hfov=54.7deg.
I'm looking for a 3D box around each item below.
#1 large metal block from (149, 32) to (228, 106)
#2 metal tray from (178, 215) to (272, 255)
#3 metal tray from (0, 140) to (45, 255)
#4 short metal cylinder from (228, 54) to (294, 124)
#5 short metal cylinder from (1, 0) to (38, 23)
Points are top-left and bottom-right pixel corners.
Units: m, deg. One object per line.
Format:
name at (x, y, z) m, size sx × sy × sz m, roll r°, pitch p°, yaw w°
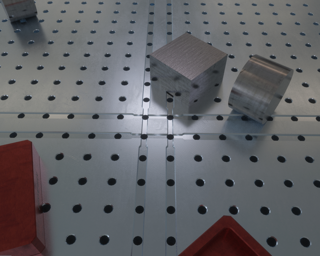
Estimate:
large metal block at (0.042, -0.091, 0.468) m, size 0.080 × 0.050 × 0.080 m, roll 37°, pitch 59°, yaw 27°
metal tray at (0.075, 0.155, 0.274) m, size 0.091 × 0.030 × 0.130 m, roll -33°, pitch 57°, yaw -25°
metal tray at (-0.179, 0.079, 0.336) m, size 0.091 × 0.030 × 0.130 m, roll -13°, pitch 51°, yaw -11°
short metal cylinder at (0.135, -0.052, 0.416) m, size 0.050 × 0.080 × 0.080 m, roll 31°, pitch 57°, yaw 23°
short metal cylinder at (-0.269, -0.243, 0.574) m, size 0.050 × 0.080 × 0.080 m, roll -25°, pitch 55°, yaw -19°
